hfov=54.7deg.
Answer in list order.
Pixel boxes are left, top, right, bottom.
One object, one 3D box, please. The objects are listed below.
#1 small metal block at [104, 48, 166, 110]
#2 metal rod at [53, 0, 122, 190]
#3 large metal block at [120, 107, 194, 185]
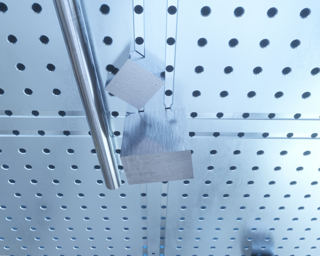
[{"bbox_3d":[-0.029,-0.056,0.364,0.050,0.025,0.050,30,124,-24],"label":"small metal block"},{"bbox_3d":[-0.083,-0.026,0.387,0.025,0.025,0.298,-3,130,2],"label":"metal rod"},{"bbox_3d":[-0.002,0.022,0.394,0.080,0.080,0.050,-6,130,5],"label":"large metal block"}]
